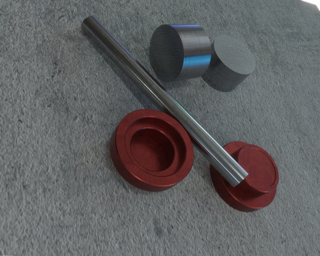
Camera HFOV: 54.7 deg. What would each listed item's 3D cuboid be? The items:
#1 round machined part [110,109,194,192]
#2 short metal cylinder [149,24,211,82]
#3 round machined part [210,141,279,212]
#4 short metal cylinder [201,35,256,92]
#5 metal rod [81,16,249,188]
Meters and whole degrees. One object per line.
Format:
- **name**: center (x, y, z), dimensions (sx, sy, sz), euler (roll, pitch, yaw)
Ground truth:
- **round machined part**: center (-0.012, 0.029, 0.370), dimensions (0.099, 0.042, 0.098), euler (14, 56, -21)
- **short metal cylinder**: center (0.028, -0.110, 0.453), dimensions (0.050, 0.080, 0.080), euler (-14, 69, -34)
- **round machined part**: center (0.122, 0.061, 0.423), dimensions (0.099, 0.042, 0.098), euler (14, 56, -21)
- **short metal cylinder**: center (0.110, -0.107, 0.514), dimensions (0.081, 0.050, 0.080), euler (14, 56, -21)
- **metal rod**: center (-0.002, -0.043, 0.409), dimensions (0.300, 0.025, 0.025), euler (47, 51, 12)
